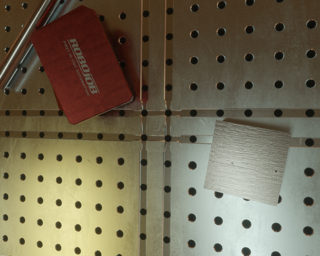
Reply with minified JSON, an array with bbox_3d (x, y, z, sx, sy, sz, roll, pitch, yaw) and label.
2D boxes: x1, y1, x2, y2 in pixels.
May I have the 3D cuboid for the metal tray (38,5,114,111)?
[{"bbox_3d":[-0.119,-0.098,0.451,0.090,0.030,0.129,-21,83,18],"label":"metal tray"}]

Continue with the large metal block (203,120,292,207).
[{"bbox_3d":[0.102,0.037,0.363,0.080,0.050,0.079,11,94,19],"label":"large metal block"}]

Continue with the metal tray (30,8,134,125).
[{"bbox_3d":[-0.102,-0.080,0.415,0.090,0.030,0.129,-24,94,1],"label":"metal tray"}]

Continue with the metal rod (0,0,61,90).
[{"bbox_3d":[-0.173,-0.185,0.471,0.025,0.025,0.299,41,102,15],"label":"metal rod"}]
